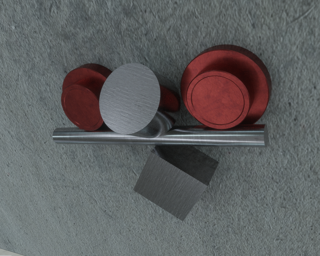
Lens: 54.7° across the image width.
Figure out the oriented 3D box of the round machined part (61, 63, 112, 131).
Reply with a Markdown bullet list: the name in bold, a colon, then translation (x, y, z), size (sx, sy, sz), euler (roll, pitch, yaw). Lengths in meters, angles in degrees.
- **round machined part**: translation (-0.095, -0.035, 0.425), size (0.098, 0.042, 0.097), euler (13, 124, 21)

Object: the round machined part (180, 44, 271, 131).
- **round machined part**: translation (0.068, -0.037, 0.339), size (0.098, 0.042, 0.097), euler (13, 124, 21)

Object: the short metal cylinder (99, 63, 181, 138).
- **short metal cylinder**: translation (-0.023, -0.030, 0.362), size (0.080, 0.050, 0.080), euler (-4, 81, 28)

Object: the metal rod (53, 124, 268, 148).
- **metal rod**: translation (-0.020, 0.010, 0.398), size (0.300, 0.025, 0.025), euler (-1, 118, 28)

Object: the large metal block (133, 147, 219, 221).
- **large metal block**: translation (0.020, 0.066, 0.419), size (0.080, 0.050, 0.079), euler (31, 128, 8)
